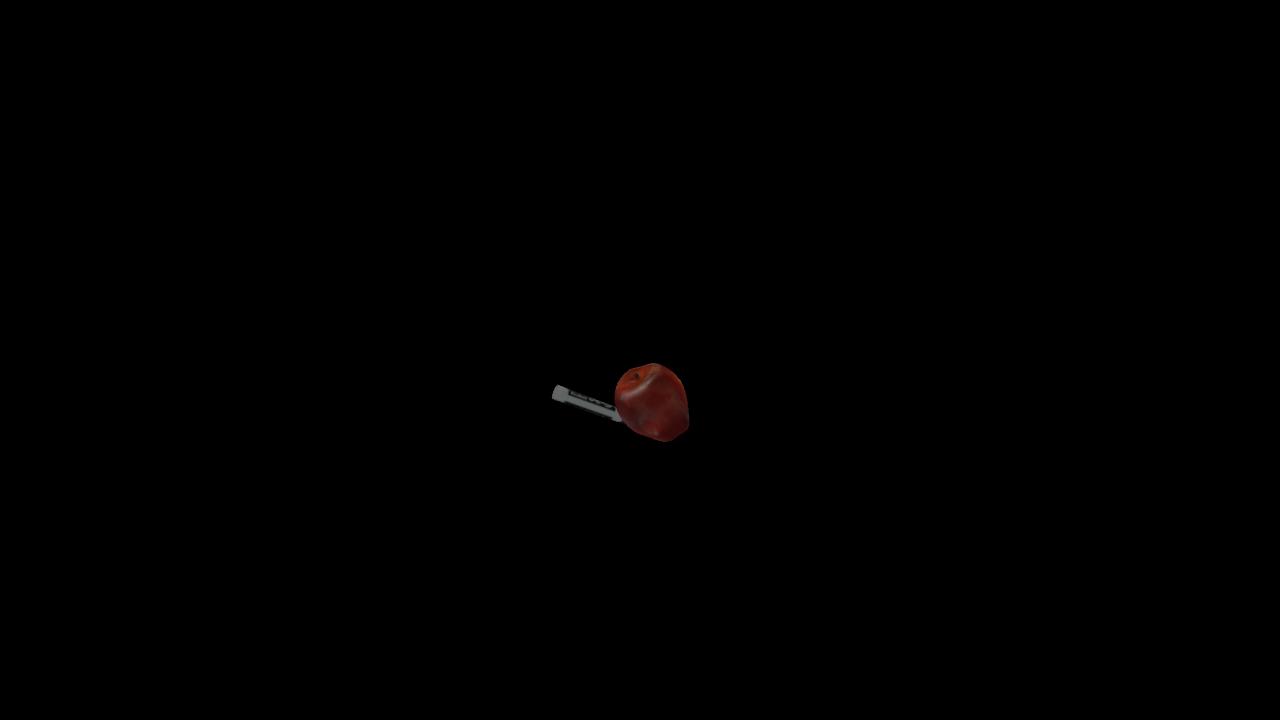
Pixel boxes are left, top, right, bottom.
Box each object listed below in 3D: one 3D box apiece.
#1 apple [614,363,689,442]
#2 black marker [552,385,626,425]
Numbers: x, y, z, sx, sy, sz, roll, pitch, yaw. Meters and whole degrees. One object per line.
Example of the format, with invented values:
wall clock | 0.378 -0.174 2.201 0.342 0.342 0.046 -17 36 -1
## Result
apple | 0.015 0.048 0.682 0.079 0.093 0.079 -25 29 15
black marker | -0.051 0.060 0.770 0.121 0.020 0.020 22 -7 -17
